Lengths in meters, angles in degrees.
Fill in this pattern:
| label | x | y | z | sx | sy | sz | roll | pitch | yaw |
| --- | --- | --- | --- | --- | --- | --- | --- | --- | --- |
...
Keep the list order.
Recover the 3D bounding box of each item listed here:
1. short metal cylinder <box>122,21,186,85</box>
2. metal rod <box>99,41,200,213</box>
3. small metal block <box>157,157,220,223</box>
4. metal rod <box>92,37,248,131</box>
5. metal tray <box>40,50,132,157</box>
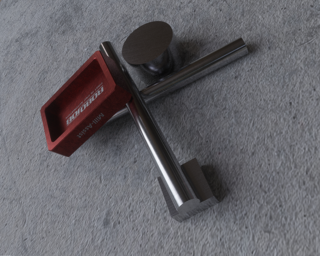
| label | x | y | z | sx | sy | sz | roll | pitch | yaw |
| --- | --- | --- | --- | --- | --- | --- | --- | --- | --- |
| short metal cylinder | -0.009 | -0.111 | 0.459 | 0.080 | 0.050 | 0.080 | -13 | 56 | 20 |
| metal rod | -0.028 | -0.025 | 0.402 | 0.025 | 0.025 | 0.300 | -34 | 52 | 6 |
| small metal block | 0.031 | 0.069 | 0.345 | 0.050 | 0.025 | 0.050 | -29 | 52 | 9 |
| metal rod | -0.020 | -0.045 | 0.442 | 0.301 | 0.025 | 0.025 | -26 | 53 | 11 |
| metal tray | -0.106 | -0.034 | 0.427 | 0.130 | 0.030 | 0.090 | -41 | 50 | 15 |
